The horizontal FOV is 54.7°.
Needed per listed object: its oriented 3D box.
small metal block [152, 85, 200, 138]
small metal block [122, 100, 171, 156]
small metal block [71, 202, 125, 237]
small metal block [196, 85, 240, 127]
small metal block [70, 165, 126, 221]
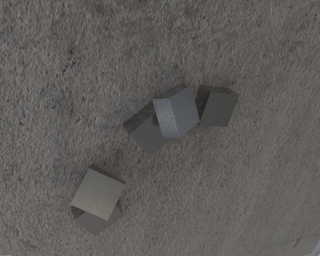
[{"bbox_3d":[0.021,-0.021,0.382,0.050,0.025,0.050,-36,116,-47],"label":"small metal block"},{"bbox_3d":[-0.011,0.000,0.401,0.050,0.025,0.050,-41,130,0],"label":"small metal block"},{"bbox_3d":[-0.086,0.116,0.432,0.050,0.025,0.050,-35,129,-5],"label":"small metal block"},{"bbox_3d":[0.075,-0.030,0.429,0.050,0.025,0.050,2,118,-29],"label":"small metal block"},{"bbox_3d":[-0.078,0.081,0.394,0.050,0.025,0.050,27,89,-9],"label":"small metal block"}]
